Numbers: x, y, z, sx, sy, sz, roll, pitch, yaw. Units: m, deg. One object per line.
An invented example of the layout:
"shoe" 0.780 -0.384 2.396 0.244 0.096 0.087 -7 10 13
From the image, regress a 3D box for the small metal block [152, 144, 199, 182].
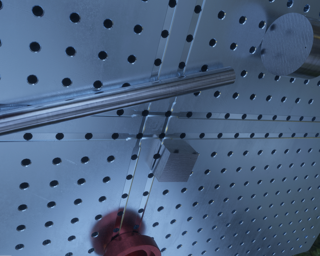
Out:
"small metal block" 0.022 0.052 0.458 0.050 0.025 0.050 6 115 -32

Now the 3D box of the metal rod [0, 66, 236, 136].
"metal rod" -0.042 -0.036 0.367 0.302 0.025 0.025 -15 125 -21

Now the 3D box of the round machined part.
"round machined part" -0.051 0.210 0.504 0.099 0.042 0.097 -14 125 -21

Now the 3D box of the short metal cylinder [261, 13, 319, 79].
"short metal cylinder" 0.183 -0.107 0.412 0.050 0.080 0.079 2 118 -30
